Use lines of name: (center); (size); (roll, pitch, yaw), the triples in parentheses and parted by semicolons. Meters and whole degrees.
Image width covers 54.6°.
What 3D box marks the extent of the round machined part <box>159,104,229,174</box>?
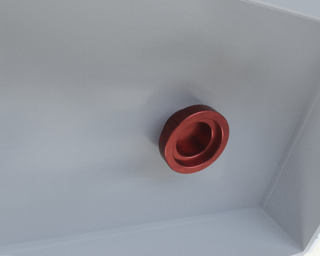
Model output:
round machined part: (0.042, 0.011, 0.427); (0.099, 0.042, 0.097); (-14, 124, -21)
